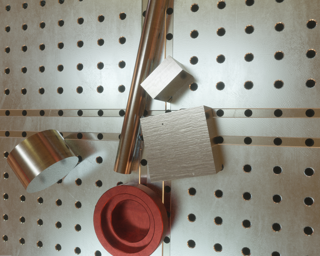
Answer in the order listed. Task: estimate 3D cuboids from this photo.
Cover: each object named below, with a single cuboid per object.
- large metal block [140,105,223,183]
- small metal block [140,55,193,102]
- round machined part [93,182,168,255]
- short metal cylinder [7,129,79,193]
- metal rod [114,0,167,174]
[{"bbox_3d":[0.028,0.020,0.389,0.080,0.050,0.080,-11,86,19],"label":"large metal block"},{"bbox_3d":[0.010,-0.061,0.395,0.050,0.050,0.025,-44,77,14],"label":"small metal block"},{"bbox_3d":[-0.036,0.122,0.415,0.098,0.042,0.097,0,90,19],"label":"round machined part"},{"bbox_3d":[-0.165,0.047,0.440,0.080,0.080,0.050,-43,77,15],"label":"short metal cylinder"},{"bbox_3d":[-0.021,-0.085,0.419,0.025,0.025,0.298,13,94,19],"label":"metal rod"}]
